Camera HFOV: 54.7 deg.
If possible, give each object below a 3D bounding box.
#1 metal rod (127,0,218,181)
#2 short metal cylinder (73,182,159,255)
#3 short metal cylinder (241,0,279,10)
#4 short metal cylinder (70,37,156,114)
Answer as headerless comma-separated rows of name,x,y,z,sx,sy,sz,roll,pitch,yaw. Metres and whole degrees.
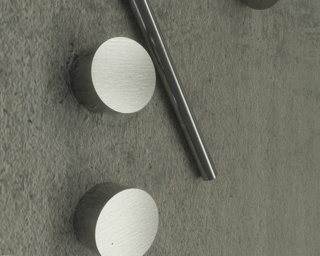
metal rod,0.018,-0.056,0.419,0.025,0.025,0.299,-37,113,-34
short metal cylinder,-0.049,0.104,0.348,0.081,0.050,0.079,0,90,-40
short metal cylinder,0.174,-0.246,0.514,0.050,0.080,0.080,-48,119,-29
short metal cylinder,-0.052,-0.056,0.345,0.081,0.050,0.079,0,90,-40
